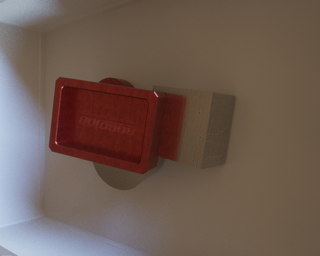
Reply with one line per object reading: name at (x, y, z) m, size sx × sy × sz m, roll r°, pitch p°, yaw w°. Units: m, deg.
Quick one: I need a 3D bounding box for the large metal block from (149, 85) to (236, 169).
large metal block at (0.033, -0.004, 0.358) m, size 0.080 × 0.050 × 0.079 m, roll 13°, pitch 98°, yaw 39°

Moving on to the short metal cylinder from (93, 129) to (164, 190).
short metal cylinder at (-0.041, 0.034, 0.405) m, size 0.080 × 0.050 × 0.079 m, roll 7°, pitch 106°, yaw 26°

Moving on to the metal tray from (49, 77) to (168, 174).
metal tray at (-0.063, -0.006, 0.359) m, size 0.130 × 0.030 × 0.089 m, roll 11°, pitch 97°, yaw 19°

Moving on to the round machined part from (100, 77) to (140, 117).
round machined part at (-0.078, -0.026, 0.455) m, size 0.098 × 0.042 × 0.097 m, roll 0°, pitch 90°, yaw 39°

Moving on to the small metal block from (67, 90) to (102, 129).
small metal block at (-0.108, -0.025, 0.420) m, size 0.025 × 0.050 × 0.050 m, roll 16°, pitch 100°, yaw 38°
